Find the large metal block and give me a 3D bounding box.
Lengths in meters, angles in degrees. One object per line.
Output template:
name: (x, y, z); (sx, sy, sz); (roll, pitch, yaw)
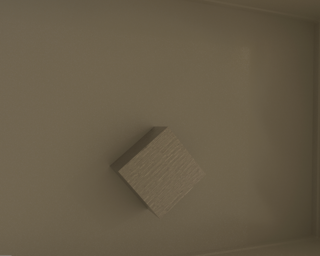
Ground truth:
large metal block: (-0.003, 0.054, 0.397); (0.080, 0.050, 0.080); (-42, 104, -15)
